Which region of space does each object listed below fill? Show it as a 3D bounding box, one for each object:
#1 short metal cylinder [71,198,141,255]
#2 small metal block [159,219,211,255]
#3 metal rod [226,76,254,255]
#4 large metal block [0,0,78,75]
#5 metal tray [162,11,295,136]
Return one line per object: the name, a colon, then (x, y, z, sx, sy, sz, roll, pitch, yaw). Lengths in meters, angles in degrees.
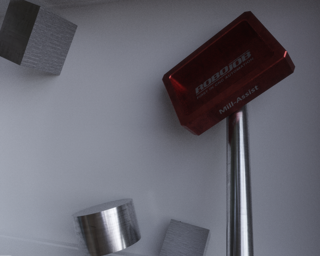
short metal cylinder: (-0.069, 0.128, 0.405, 0.080, 0.080, 0.050, -15, 85, 19)
small metal block: (0.032, 0.148, 0.386, 0.050, 0.025, 0.050, 11, 59, 19)
metal rod: (0.080, 0.068, 0.314, 0.025, 0.025, 0.299, -4, 62, 19)
large metal block: (-0.174, -0.128, 0.441, 0.050, 0.080, 0.080, 25, 98, 18)
metal tray: (0.071, -0.062, 0.356, 0.130, 0.030, 0.090, -36, 48, 19)
